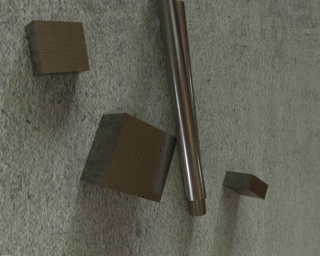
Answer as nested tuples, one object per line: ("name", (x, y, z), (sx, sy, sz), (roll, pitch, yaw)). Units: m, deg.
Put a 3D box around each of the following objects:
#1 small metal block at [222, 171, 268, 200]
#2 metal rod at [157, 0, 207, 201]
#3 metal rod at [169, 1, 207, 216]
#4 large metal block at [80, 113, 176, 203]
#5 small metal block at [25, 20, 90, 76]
("small metal block", (0.140, 0.094, 0.510), (0.050, 0.050, 0.025), (33, 70, -36))
("metal rod", (0.022, -0.064, 0.382), (0.025, 0.025, 0.298), (2, 76, -40))
("metal rod", (0.038, -0.023, 0.438), (0.025, 0.025, 0.298), (-12, 98, -40))
("large metal block", (-0.034, 0.035, 0.362), (0.080, 0.050, 0.080), (26, 73, -37))
("small metal block", (-0.105, -0.081, 0.318), (0.050, 0.025, 0.050), (-13, 99, -40))
